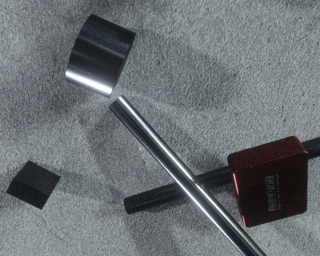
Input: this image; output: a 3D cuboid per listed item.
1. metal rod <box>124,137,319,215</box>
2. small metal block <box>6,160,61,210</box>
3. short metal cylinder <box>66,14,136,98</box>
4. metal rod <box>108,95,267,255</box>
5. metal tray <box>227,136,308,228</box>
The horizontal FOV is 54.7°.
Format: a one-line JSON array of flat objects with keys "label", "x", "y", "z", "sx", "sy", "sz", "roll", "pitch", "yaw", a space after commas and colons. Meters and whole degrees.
[{"label": "metal rod", "x": 0.094, "y": 0.067, "z": 0.435, "sx": 0.301, "sy": 0.025, "sz": 0.025, "roll": -18, "pitch": 109, "yaw": 6}, {"label": "small metal block", "x": -0.171, "y": 0.077, "z": 0.422, "sx": 0.050, "sy": 0.050, "sz": 0.025, "roll": 31, "pitch": 107, "yaw": -11}, {"label": "short metal cylinder", "x": -0.066, "y": -0.080, "z": 0.350, "sx": 0.050, "sy": 0.080, "sz": 0.079, "roll": 22, "pitch": 108, "yaw": -8}, {"label": "metal rod", "x": 0.042, "y": 0.077, "z": 0.413, "sx": 0.025, "sy": 0.025, "sz": 0.300, "roll": -40, "pitch": 96, "yaw": 13}, {"label": "metal tray", "x": 0.147, "y": 0.077, "z": 0.415, "sx": 0.090, "sy": 0.030, "sz": 0.129, "roll": -17, "pitch": 129, "yaw": 5}]
